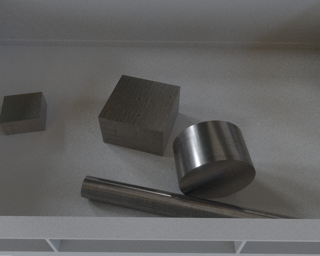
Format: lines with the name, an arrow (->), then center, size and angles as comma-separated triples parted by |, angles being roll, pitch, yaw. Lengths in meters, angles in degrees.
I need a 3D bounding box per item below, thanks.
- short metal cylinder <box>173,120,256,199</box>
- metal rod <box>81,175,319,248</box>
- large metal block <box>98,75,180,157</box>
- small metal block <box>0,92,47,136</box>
short metal cylinder -> 0.057, 0.037, 0.339 | 0.081, 0.080, 0.050 | -5, 50, -4
metal rod -> 0.063, 0.092, 0.328 | 0.302, 0.025, 0.025 | 10, 51, 8
large metal block -> -0.024, -0.018, 0.403 | 0.080, 0.050, 0.080 | 13, 51, 10
small metal block -> -0.183, -0.020, 0.420 | 0.050, 0.025, 0.050 | -8, 51, -7
